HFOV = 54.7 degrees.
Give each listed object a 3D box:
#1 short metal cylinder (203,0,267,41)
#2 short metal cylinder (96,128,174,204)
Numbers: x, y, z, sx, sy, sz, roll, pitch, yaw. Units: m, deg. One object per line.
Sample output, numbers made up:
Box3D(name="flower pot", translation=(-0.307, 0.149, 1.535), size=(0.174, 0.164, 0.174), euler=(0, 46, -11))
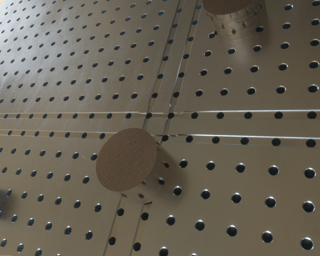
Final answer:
Box3D(name="short metal cylinder", translation=(0.107, -0.172, 0.441), size=(0.080, 0.050, 0.080), euler=(-13, 56, 20))
Box3D(name="short metal cylinder", translation=(-0.030, 0.047, 0.378), size=(0.080, 0.050, 0.080), euler=(-13, 56, 20))
